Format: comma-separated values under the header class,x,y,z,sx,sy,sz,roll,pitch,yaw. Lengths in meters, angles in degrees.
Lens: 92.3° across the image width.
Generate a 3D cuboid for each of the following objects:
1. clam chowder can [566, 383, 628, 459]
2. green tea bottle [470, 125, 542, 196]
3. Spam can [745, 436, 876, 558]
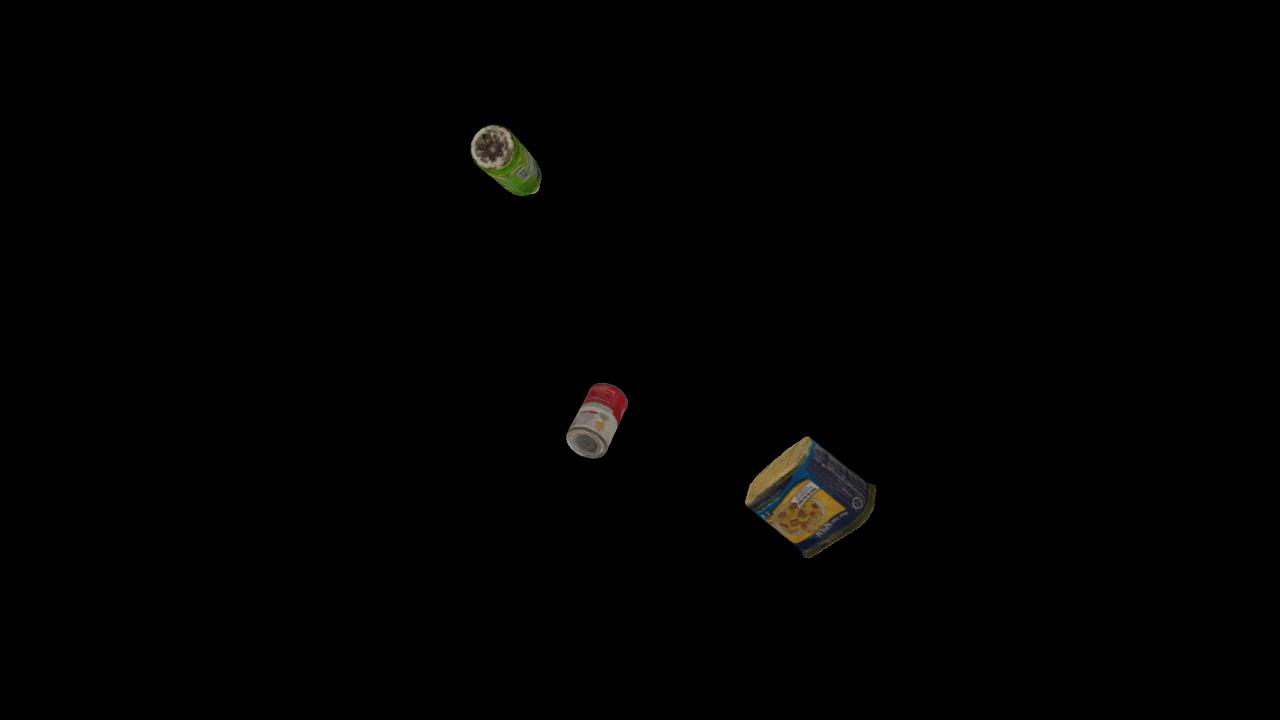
class,x,y,z,sx,sy,sz,roll,pitch,yaw
clam chowder can,-0.066,0.093,0.951,0.068,0.068,0.102,0,39,23
green tea bottle,-0.202,-0.307,0.987,0.073,0.073,0.212,0,-1,7
Spam can,0.168,0.138,0.619,0.085,0.101,0.058,38,37,0
